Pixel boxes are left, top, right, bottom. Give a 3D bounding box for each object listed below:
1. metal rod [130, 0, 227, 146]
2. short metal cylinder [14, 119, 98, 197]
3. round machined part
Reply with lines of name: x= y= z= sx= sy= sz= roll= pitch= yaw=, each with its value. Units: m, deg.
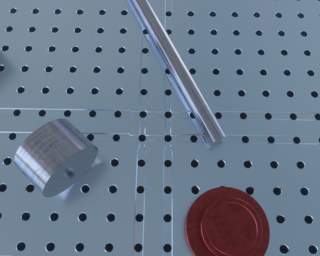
metal rod: x=0.013 y=-0.110 z=0.452 sx=0.025 sy=0.025 sz=0.299 roll=-24 pitch=72 yaw=-9
short metal cylinder: x=-0.121 y=0.035 z=0.368 sx=0.050 sy=0.080 sz=0.080 roll=41 pitch=75 yaw=13
round machined part: x=0.079 y=0.117 z=0.361 sx=0.099 sy=0.042 sz=0.098 roll=0 pitch=70 yaw=-1
